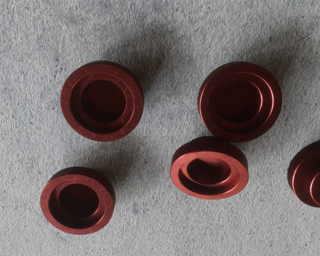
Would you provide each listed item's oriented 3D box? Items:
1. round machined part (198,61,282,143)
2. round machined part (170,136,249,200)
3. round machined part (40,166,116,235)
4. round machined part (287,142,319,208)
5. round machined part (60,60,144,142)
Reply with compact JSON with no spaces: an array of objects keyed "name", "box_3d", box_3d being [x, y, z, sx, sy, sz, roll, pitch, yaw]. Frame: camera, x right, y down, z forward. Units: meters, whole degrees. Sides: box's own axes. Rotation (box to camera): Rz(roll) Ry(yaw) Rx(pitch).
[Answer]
[{"name":"round machined part","box_3d":[0.096,-0.034,0.387,0.099,0.042,0.097,-1,108,-1]},{"name":"round machined part","box_3d":[0.065,0.048,0.407,0.099,0.042,0.097,5,133,6]},{"name":"round machined part","box_3d":[-0.111,0.097,0.435,0.099,0.042,0.097,0,110,0]},{"name":"round machined part","box_3d":[0.233,0.070,0.428,0.099,0.042,0.097,0,110,0]},{"name":"round machined part","box_3d":[-0.069,-0.035,0.387,0.099,0.042,0.097,0,110,0]}]
